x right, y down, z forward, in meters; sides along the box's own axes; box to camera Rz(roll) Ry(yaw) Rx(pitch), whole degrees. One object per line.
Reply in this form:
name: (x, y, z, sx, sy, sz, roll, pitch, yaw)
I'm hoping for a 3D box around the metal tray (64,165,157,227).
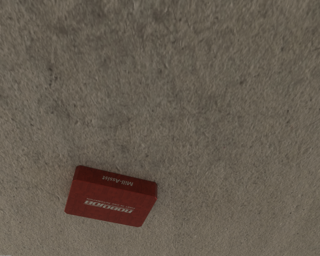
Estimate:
metal tray: (-0.079, 0.113, 0.499, 0.131, 0.030, 0.089, 15, 129, -13)
